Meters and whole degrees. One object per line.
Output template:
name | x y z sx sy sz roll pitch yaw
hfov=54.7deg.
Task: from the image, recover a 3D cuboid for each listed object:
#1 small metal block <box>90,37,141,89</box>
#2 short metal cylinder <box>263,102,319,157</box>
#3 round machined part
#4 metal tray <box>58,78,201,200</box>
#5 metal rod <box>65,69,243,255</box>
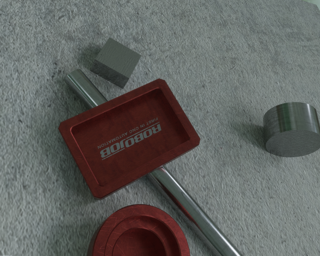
small metal block | -0.060 -0.090 0.427 0.050 0.025 0.050 28 52 -11
short metal cylinder | 0.203 0.004 0.478 0.081 0.080 0.050 19 54 -18
round machined part | -0.023 0.129 0.303 0.099 0.042 0.098 14 56 -21
metal tray | -0.033 0.010 0.347 0.131 0.030 0.090 -27 80 -18
metal rod | -0.009 0.047 0.371 0.300 0.025 0.025 48 51 5
